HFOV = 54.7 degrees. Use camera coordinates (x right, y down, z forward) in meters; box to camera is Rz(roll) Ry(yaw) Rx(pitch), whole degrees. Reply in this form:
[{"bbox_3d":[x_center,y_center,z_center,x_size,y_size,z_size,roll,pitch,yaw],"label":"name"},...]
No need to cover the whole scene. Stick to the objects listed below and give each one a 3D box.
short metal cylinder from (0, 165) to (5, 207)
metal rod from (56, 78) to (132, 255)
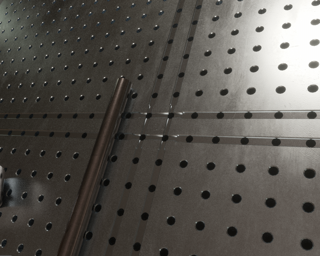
[{"bbox_3d":[-0.278,0.089,0.461,0.080,0.080,0.050,-24,53,13],"label":"short metal cylinder"},{"bbox_3d":[-0.088,0.062,0.414,0.025,0.025,0.300,0,61,28],"label":"metal rod"}]
